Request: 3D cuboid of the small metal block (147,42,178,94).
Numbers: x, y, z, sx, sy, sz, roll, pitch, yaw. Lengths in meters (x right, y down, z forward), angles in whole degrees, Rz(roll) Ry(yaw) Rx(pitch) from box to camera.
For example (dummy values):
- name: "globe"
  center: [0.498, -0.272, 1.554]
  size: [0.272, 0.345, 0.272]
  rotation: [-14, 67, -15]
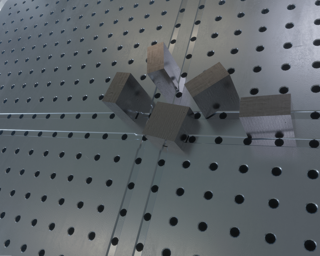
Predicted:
- name: "small metal block"
  center: [0.004, -0.085, 0.443]
  size: [0.025, 0.050, 0.050]
  rotation: [-14, 56, 21]

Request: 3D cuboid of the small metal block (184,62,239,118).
- name: "small metal block"
  center: [0.065, -0.046, 0.387]
  size: [0.050, 0.050, 0.025]
  rotation: [-32, 52, 7]

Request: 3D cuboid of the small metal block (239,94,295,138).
- name: "small metal block"
  center: [0.118, -0.011, 0.338]
  size: [0.050, 0.050, 0.025]
  rotation: [-2, 61, 27]

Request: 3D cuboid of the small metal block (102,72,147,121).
- name: "small metal block"
  center: [-0.050, -0.045, 0.447]
  size: [0.025, 0.050, 0.050]
  rotation: [10, 67, 33]

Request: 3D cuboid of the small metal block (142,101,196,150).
- name: "small metal block"
  center: [0.012, -0.004, 0.405]
  size: [0.050, 0.025, 0.050]
  rotation: [13, 68, 33]
